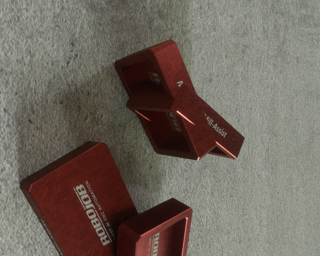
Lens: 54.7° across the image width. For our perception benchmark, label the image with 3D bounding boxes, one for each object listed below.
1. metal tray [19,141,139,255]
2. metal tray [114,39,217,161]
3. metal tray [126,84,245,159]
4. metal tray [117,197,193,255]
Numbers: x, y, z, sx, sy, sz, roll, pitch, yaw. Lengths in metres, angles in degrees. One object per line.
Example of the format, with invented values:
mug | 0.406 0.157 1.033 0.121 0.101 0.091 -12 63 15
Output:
metal tray | -0.077 0.091 0.337 0.091 0.030 0.129 -34 111 -35
metal tray | 0.004 -0.028 0.360 0.030 0.090 0.129 -34 109 -29
metal tray | 0.033 -0.007 0.384 0.130 0.090 0.030 35 73 -38
metal tray | -0.008 0.157 0.365 0.091 0.030 0.129 -14 116 -45
